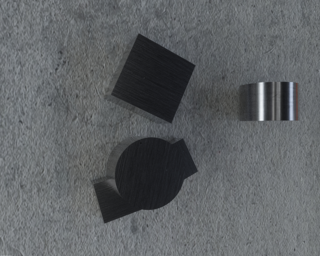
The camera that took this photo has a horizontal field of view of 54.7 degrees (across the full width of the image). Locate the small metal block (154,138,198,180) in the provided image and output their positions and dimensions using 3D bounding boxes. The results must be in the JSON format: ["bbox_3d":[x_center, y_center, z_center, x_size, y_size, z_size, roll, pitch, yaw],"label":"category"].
[{"bbox_3d":[0.015,0.047,0.415,0.050,0.025,0.050,-28,99,-18],"label":"small metal block"}]

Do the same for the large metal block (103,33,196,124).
[{"bbox_3d":[-0.014,-0.058,0.391,0.080,0.050,0.080,25,82,-19],"label":"large metal block"}]

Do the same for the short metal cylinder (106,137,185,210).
[{"bbox_3d":[-0.018,0.050,0.363,0.081,0.050,0.080,0,90,-20],"label":"short metal cylinder"}]

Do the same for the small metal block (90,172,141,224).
[{"bbox_3d":[-0.054,0.084,0.389,0.050,0.025,0.050,-16,96,-19],"label":"small metal block"}]

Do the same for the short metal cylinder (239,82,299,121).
[{"bbox_3d":[0.153,-0.035,0.437,0.081,0.080,0.050,-1,91,-20],"label":"short metal cylinder"}]
